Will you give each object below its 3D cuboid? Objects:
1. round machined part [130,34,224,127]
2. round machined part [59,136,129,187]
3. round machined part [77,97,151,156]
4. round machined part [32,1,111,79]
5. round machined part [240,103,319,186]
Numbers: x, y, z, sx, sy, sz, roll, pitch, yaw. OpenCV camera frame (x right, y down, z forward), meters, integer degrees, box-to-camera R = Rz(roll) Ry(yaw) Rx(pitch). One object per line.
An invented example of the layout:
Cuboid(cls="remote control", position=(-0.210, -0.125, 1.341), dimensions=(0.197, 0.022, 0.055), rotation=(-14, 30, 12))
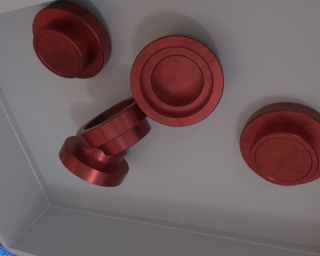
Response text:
Cuboid(cls="round machined part", position=(0.020, -0.054, 0.342), dimensions=(0.098, 0.042, 0.097), rotation=(3, 112, 9))
Cuboid(cls="round machined part", position=(-0.087, 0.037, 0.437), dimensions=(0.098, 0.098, 0.042), rotation=(32, 103, 7))
Cuboid(cls="round machined part", position=(-0.051, -0.001, 0.387), dimensions=(0.098, 0.098, 0.042), rotation=(-19, 108, 35))
Cuboid(cls="round machined part", position=(-0.114, -0.100, 0.382), dimensions=(0.098, 0.042, 0.097), rotation=(14, 138, 14))
Cuboid(cls="round machined part", position=(0.137, 0.025, 0.341), dimensions=(0.098, 0.042, 0.097), rotation=(13, 124, 21))
